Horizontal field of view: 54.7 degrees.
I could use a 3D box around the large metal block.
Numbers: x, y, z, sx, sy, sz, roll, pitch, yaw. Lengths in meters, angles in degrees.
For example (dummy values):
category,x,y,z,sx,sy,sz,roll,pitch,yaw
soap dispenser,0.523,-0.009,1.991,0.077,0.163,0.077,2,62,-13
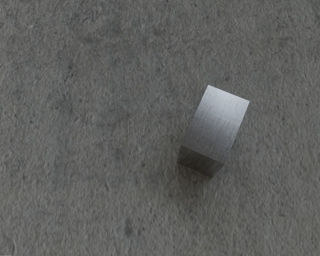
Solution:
category,x,y,z,sx,sy,sz,roll,pitch,yaw
large metal block,0.061,0.007,0.377,0.050,0.080,0.080,23,72,8
